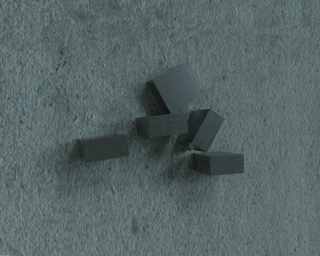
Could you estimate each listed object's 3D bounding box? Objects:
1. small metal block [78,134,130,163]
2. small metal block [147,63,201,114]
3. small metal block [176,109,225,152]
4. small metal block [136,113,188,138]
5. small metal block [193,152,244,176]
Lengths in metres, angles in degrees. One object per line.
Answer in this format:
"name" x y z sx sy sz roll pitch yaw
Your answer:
"small metal block" -0.068 0.023 0.370 0.050 0.050 0.025 -7 93 -20
"small metal block" 0.019 -0.052 0.416 0.050 0.025 0.050 -31 101 -17
"small metal block" 0.053 0.003 0.415 0.025 0.050 0.050 33 79 -17
"small metal block" 0.002 -0.004 0.396 0.050 0.050 0.025 -6 93 -20
"small metal block" 0.079 0.048 0.425 0.050 0.050 0.025 -1 91 -20
